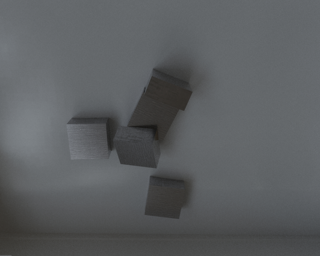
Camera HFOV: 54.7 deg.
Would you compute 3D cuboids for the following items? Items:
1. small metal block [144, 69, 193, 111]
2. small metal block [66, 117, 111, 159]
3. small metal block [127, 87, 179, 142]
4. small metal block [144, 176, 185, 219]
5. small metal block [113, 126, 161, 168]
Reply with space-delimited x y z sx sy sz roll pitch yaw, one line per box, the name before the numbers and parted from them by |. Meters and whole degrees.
small metal block | 0.010 -0.048 0.380 0.050 0.050 0.025 20 109 -8
small metal block | -0.094 0.014 0.415 0.050 0.025 0.050 -1 110 0
small metal block | -0.009 -0.018 0.405 0.050 0.025 0.050 24 108 -9
small metal block | 0.006 0.101 0.448 0.050 0.025 0.050 8 110 -3
small metal block | -0.029 0.025 0.404 0.050 0.025 0.050 5 138 12
